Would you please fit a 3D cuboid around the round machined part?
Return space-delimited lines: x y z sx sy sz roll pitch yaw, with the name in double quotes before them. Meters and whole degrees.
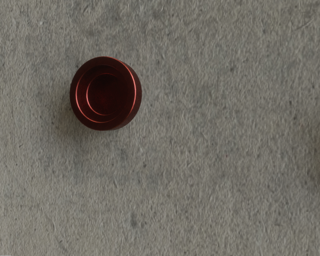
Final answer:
"round machined part" -0.070 -0.045 0.423 0.098 0.042 0.097 0 90 19
